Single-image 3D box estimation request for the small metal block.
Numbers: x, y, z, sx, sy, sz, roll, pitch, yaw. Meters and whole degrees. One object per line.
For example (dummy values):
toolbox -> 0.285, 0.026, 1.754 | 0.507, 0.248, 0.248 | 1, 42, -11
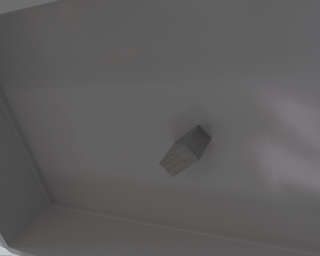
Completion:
small metal block -> 0.033, 0.029, 0.394 | 0.025, 0.050, 0.050 | 46, 129, -4
